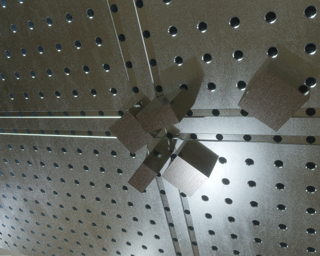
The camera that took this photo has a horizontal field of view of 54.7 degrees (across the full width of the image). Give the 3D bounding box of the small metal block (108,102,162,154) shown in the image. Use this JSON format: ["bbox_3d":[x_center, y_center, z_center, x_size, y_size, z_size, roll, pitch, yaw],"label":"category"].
[{"bbox_3d":[-0.035,0.001,0.429,0.050,0.025,0.050,48,128,-6],"label":"small metal block"}]

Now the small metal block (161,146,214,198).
[{"bbox_3d":[0.038,0.061,0.428,0.050,0.025,0.050,36,129,4],"label":"small metal block"}]

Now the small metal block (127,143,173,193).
[{"bbox_3d":[-0.014,0.056,0.436,0.025,0.050,0.050,38,129,2],"label":"small metal block"}]

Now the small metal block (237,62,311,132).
[{"bbox_3d":[0.120,-0.032,0.328,0.050,0.025,0.050,35,129,4],"label":"small metal block"}]

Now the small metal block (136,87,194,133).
[{"bbox_3d":[0.007,-0.022,0.377,0.050,0.050,0.025,-18,109,34],"label":"small metal block"}]
